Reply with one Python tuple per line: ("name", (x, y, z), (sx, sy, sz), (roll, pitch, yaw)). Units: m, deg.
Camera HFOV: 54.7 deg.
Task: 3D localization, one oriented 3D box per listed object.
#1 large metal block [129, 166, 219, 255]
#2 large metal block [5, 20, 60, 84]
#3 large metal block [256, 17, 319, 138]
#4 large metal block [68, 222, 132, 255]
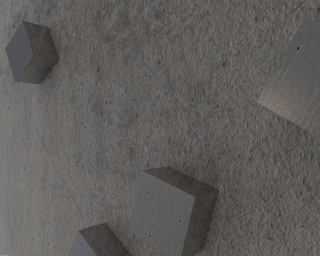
("large metal block", (0.015, 0.100, 0.376), (0.080, 0.050, 0.079), (20, 103, 38))
("large metal block", (-0.245, -0.141, 0.591), (0.080, 0.050, 0.080), (-36, 68, 34))
("large metal block", (0.147, -0.037, 0.267), (0.080, 0.050, 0.079), (38, 113, 33))
("large metal block", (-0.093, 0.206, 0.466), (0.080, 0.050, 0.079), (38, 113, 33))
